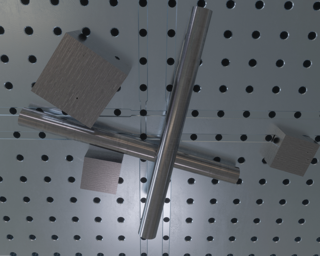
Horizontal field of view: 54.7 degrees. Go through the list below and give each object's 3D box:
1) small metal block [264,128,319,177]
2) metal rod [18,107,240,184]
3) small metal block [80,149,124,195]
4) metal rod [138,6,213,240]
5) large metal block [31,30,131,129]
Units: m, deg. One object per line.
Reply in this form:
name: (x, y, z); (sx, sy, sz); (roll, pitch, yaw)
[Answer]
small metal block: (0.181, 0.034, 0.428); (0.050, 0.025, 0.050); (16, 109, -6)
metal rod: (-0.036, 0.026, 0.422); (0.302, 0.025, 0.025); (16, 109, -6)
small metal block: (-0.081, 0.062, 0.435); (0.050, 0.025, 0.050); (11, 110, -4)
metal rod: (0.016, 0.003, 0.393); (0.025, 0.025, 0.298); (12, 102, -5)
large metal block: (-0.093, -0.060, 0.377); (0.080, 0.050, 0.080); (34, 106, -12)
